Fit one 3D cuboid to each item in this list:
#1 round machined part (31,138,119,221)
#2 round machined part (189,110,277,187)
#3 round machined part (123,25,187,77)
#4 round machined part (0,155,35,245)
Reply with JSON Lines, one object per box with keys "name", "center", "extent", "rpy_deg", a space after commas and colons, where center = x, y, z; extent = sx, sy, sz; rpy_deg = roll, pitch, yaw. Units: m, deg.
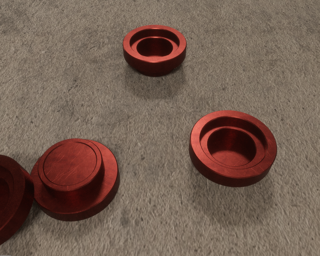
{"name": "round machined part", "center": [-0.097, 0.050, 0.349], "extent": [0.099, 0.042, 0.098], "rpy_deg": [0, 50, 0]}
{"name": "round machined part", "center": [0.084, 0.028, 0.370], "extent": [0.099, 0.042, 0.098], "rpy_deg": [0, 50, 0]}
{"name": "round machined part", "center": [-0.008, -0.119, 0.492], "extent": [0.099, 0.042, 0.098], "rpy_deg": [0, 50, 0]}
{"name": "round machined part", "center": [-0.176, 0.079, 0.316], "extent": [0.099, 0.042, 0.098], "rpy_deg": [-5, 54, 7]}
